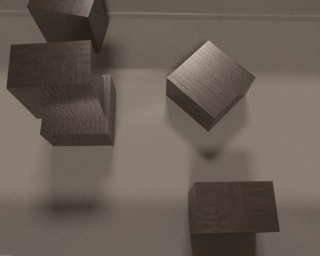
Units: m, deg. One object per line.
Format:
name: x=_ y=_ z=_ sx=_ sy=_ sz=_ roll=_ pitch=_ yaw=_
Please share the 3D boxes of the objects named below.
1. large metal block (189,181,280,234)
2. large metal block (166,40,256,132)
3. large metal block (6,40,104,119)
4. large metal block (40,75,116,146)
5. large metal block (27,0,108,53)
large metal block: x=0.076 y=0.092 z=0.348 sx=0.081 sy=0.080 sz=0.050 roll=-1 pitch=70 yaw=-1
large metal block: x=0.065 y=-0.056 z=0.418 sx=0.080 sy=0.050 sz=0.080 roll=43 pitch=75 yaw=13
large metal block: x=-0.109 y=-0.051 z=0.345 sx=0.081 sy=0.080 sz=0.050 roll=-4 pitch=70 yaw=-2
large metal block: x=-0.102 y=-0.022 z=0.403 sx=0.081 sy=0.050 sz=0.080 roll=-1 pitch=70 yaw=-1
large metal block: x=-0.125 y=-0.156 z=0.436 sx=0.080 sy=0.080 sz=0.050 roll=11 pitch=71 yaw=3
